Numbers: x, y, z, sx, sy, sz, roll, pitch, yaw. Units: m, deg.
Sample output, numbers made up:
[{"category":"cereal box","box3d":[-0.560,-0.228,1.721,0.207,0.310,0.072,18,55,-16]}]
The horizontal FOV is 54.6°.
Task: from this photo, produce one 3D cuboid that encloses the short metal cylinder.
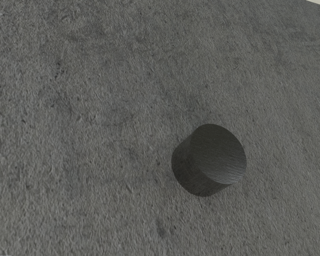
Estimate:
[{"category":"short metal cylinder","box3d":[0.062,0.041,0.395,0.081,0.050,0.080,13,56,-21]}]
